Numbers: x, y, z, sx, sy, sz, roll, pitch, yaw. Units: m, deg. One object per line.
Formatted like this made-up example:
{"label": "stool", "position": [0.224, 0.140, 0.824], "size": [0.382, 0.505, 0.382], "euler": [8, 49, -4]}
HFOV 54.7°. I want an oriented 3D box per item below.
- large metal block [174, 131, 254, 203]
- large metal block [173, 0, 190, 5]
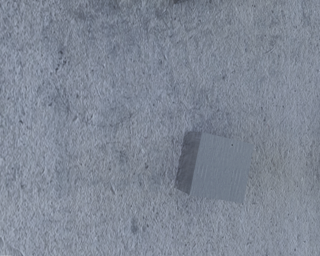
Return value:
{"label": "large metal block", "position": [0.073, 0.052, 0.423], "size": [0.081, 0.050, 0.080], "euler": [13, 86, -20]}
{"label": "large metal block", "position": [0.050, -0.223, 0.414], "size": [0.081, 0.050, 0.080], "euler": [-24, 98, -19]}
